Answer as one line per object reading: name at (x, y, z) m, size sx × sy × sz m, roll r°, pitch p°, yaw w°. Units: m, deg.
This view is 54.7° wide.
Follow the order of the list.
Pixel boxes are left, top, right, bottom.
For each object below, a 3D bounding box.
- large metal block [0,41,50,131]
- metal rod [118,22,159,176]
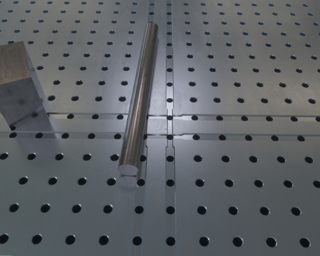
large metal block at (-0.192, -0.057, 0.418) m, size 0.050 × 0.080 × 0.080 m, roll -18°, pitch 52°, yaw -14°
metal rod at (-0.026, -0.065, 0.461) m, size 0.025 × 0.025 × 0.300 m, roll 3°, pitch 50°, yaw 3°
